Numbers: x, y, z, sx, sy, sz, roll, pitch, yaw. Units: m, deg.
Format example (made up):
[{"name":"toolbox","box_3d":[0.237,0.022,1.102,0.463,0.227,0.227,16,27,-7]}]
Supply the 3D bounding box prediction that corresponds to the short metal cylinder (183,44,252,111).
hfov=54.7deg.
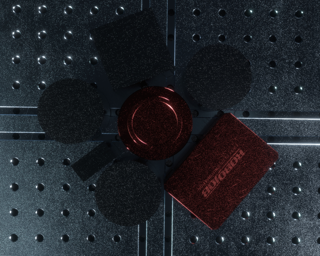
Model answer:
[{"name":"short metal cylinder","box_3d":[0.071,-0.062,0.401,0.081,0.050,0.080,0,90,0]}]

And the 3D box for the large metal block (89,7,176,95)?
[{"name":"large metal block","box_3d":[-0.033,-0.096,0.400,0.080,0.050,0.080,-21,90,0]}]

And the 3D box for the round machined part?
[{"name":"round machined part","box_3d":[-0.006,-0.006,0.404,0.099,0.042,0.097,0,90,0]}]

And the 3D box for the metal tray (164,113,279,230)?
[{"name":"metal tray","box_3d":[0.079,0.055,0.410,0.090,0.030,0.130,41,89,0]}]

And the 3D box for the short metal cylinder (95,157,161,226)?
[{"name":"short metal cylinder","box_3d":[-0.038,0.079,0.400,0.081,0.050,0.080,0,90,0]}]

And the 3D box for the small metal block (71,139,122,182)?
[{"name":"small metal block","box_3d":[-0.080,0.041,0.399,0.050,0.050,0.025,-37,90,0]}]

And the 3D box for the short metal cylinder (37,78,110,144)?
[{"name":"short metal cylinder","box_3d":[-0.108,-0.020,0.399,0.081,0.050,0.080,0,90,0]}]
